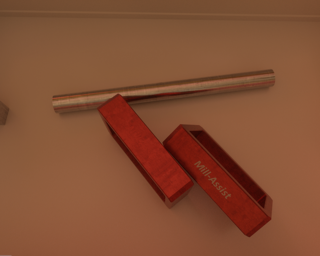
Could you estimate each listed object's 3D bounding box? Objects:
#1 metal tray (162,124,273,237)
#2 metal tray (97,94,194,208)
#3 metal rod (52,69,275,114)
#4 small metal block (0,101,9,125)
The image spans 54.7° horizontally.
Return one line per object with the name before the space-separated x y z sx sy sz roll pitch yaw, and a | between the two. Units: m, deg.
metal tray | 0.069 0.052 0.355 0.030 0.090 0.130 -47 75 14
metal tray | -0.017 0.031 0.363 0.030 0.090 0.130 -37 75 -12
metal rod | 0.008 -0.051 0.428 0.302 0.025 0.025 -7 70 -3
small metal block | -0.235 -0.025 0.403 0.050 0.050 0.025 4 70 1
